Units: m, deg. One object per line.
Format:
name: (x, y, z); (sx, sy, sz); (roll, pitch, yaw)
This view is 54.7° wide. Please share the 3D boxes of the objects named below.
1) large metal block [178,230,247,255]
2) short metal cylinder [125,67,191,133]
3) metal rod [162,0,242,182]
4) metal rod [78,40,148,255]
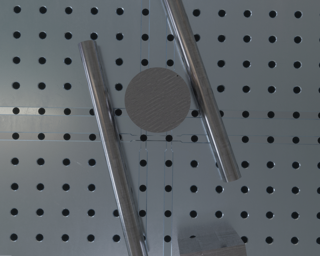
large metal block: (0.070, 0.187, 0.402); (0.080, 0.050, 0.080); (-9, 90, 0)
short metal cylinder: (-0.003, -0.034, 0.401); (0.081, 0.050, 0.079); (0, 90, 0)
metal rod: (0.049, -0.073, 0.413); (0.025, 0.025, 0.298); (-19, 90, 0)
metal rod: (-0.062, 0.032, 0.412); (0.025, 0.025, 0.298); (-14, 90, 0)
